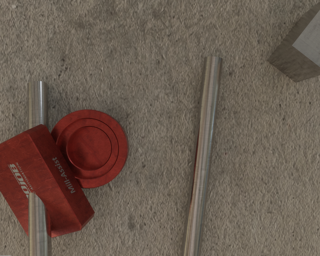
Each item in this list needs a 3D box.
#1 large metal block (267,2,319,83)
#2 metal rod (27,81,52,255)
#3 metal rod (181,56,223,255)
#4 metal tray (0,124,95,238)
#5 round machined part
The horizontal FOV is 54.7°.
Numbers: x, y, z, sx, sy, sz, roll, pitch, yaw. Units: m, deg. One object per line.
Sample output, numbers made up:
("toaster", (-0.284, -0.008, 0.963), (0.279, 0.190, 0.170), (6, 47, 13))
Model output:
("large metal block", (0.191, -0.108, 0.385), (0.050, 0.080, 0.080), (38, 90, -1))
("metal rod", (-0.145, 0.087, 0.373), (0.025, 0.025, 0.299), (-6, 76, -1))
("metal rod", (0.054, 0.056, 0.410), (0.025, 0.025, 0.298), (7, 90, -1))
("metal tray", (-0.149, 0.070, 0.378), (0.090, 0.030, 0.129), (-22, 100, 26))
("round machined part", (-0.089, 0.025, 0.400), (0.099, 0.042, 0.097), (0, 90, -1))
